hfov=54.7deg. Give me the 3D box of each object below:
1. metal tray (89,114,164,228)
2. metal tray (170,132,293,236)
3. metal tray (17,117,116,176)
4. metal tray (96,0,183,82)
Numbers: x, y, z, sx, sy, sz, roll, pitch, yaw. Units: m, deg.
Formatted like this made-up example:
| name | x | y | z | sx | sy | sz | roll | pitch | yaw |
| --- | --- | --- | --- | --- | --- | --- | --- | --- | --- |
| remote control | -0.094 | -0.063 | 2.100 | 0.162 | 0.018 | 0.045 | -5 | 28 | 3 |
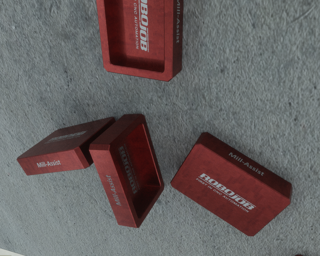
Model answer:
| name | x | y | z | sx | sy | sz | roll | pitch | yaw |
| --- | --- | --- | --- | --- | --- | --- | --- | --- | --- |
| metal tray | -0.039 | 0.057 | 0.420 | 0.030 | 0.090 | 0.129 | -1 | 118 | 29 |
| metal tray | 0.089 | 0.075 | 0.403 | 0.130 | 0.030 | 0.089 | 32 | 129 | 7 |
| metal tray | -0.131 | 0.026 | 0.450 | 0.130 | 0.090 | 0.030 | -11 | 113 | 32 |
| metal tray | -0.022 | -0.122 | 0.339 | 0.090 | 0.030 | 0.129 | 13 | 124 | 21 |
